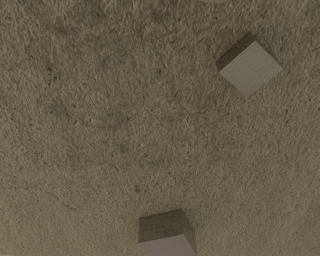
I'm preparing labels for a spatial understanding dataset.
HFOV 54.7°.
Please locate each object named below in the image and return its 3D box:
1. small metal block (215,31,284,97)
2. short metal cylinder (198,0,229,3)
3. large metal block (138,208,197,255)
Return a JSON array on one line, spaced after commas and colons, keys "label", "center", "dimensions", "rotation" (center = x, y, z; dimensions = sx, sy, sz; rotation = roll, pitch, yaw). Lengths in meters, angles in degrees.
[{"label": "small metal block", "center": [0.100, -0.071, 0.348], "dimensions": [0.050, 0.025, 0.050], "rotation": [34, 122, -26]}, {"label": "short metal cylinder", "center": [0.046, -0.154, 0.260], "dimensions": [0.081, 0.050, 0.079], "rotation": [0, 130, 0]}, {"label": "large metal block", "center": [0.015, 0.197, 0.559], "dimensions": [0.080, 0.050, 0.080], "rotation": [-16, 129, 13]}]
